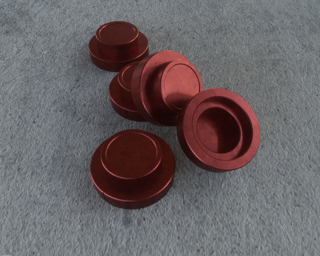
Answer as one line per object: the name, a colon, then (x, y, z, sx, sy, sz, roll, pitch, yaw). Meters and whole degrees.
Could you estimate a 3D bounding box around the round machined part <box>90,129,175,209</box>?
round machined part: (-0.032, 0.040, 0.358, 0.099, 0.042, 0.098, 0, 50, 0)

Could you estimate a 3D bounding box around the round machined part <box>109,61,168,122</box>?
round machined part: (-0.024, -0.059, 0.441, 0.099, 0.042, 0.098, 0, 50, 0)

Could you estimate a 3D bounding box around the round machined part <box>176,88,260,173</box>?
round machined part: (0.066, 0.005, 0.371, 0.099, 0.042, 0.098, 5, 73, -17)

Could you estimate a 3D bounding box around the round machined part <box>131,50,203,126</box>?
round machined part: (0.016, -0.051, 0.396, 0.098, 0.098, 0.042, -41, 23, -29)

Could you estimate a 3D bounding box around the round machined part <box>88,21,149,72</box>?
round machined part: (-0.068, -0.139, 0.509, 0.099, 0.042, 0.098, 0, 50, 0)
